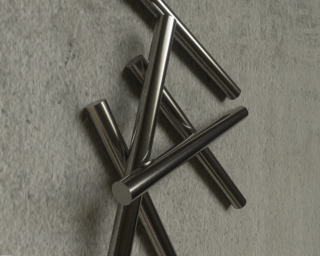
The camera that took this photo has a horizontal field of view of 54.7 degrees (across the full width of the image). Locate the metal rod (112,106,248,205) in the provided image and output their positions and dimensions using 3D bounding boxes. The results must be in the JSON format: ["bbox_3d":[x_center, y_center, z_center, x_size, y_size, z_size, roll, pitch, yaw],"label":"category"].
[{"bbox_3d":[0.051,0.018,0.409,0.302,0.025,0.025,-27,108,-50],"label":"metal rod"}]

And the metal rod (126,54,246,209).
[{"bbox_3d":[0.051,0.021,0.449,0.300,0.025,0.025,52,60,-28],"label":"metal rod"}]

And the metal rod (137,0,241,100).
[{"bbox_3d":[0.024,-0.134,0.426,0.301,0.025,0.025,39,66,-34],"label":"metal rod"}]

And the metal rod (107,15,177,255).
[{"bbox_3d":[-0.020,0.013,0.355,0.025,0.025,0.299,18,78,-39],"label":"metal rod"}]

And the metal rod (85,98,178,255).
[{"bbox_3d":[-0.018,0.103,0.391,0.025,0.025,0.299,-35,112,-35],"label":"metal rod"}]
